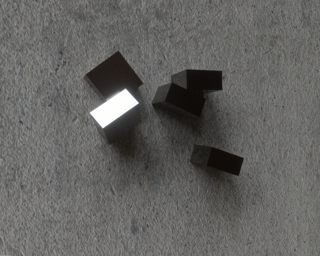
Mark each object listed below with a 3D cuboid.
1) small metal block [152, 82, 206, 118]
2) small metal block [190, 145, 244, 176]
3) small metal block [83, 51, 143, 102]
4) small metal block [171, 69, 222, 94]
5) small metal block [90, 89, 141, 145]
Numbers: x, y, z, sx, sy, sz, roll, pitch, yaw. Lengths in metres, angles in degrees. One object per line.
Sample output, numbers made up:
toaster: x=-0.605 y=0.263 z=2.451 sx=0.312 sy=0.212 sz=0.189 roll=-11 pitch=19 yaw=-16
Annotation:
small metal block: x=0.023 y=-0.035 z=0.404 sx=0.050 sy=0.050 sz=0.025 roll=23 pitch=83 yaw=-19
small metal block: x=0.077 y=0.043 z=0.424 sx=0.050 sy=0.050 sz=0.025 roll=20 pitch=84 yaw=-19
small metal block: x=-0.058 y=-0.059 z=0.387 sx=0.050 sy=0.025 sz=0.050 roll=-41 pitch=103 yaw=-15
small metal block: x=0.048 y=-0.061 z=0.413 sx=0.050 sy=0.050 sz=0.025 roll=-2 pitch=91 yaw=-20
small metal block: x=-0.052 y=-0.012 z=0.374 sx=0.050 sy=0.050 sz=0.025 roll=-37 pitch=71 yaw=-16
